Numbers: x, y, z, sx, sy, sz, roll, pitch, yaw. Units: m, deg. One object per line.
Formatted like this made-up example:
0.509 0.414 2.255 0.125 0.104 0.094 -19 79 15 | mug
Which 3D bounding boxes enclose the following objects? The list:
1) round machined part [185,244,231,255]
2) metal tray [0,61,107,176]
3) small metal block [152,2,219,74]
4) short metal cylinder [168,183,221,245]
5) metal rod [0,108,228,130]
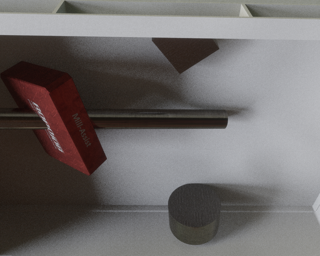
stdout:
0.103 0.287 0.647 0.099 0.042 0.097 -1 130 0 | round machined part
-0.121 -0.009 0.365 0.090 0.030 0.129 18 139 33 | metal tray
0.027 -0.094 0.329 0.050 0.025 0.050 -30 124 23 | small metal block
0.054 0.135 0.489 0.080 0.080 0.050 -3 130 2 | short metal cylinder
-0.065 -0.011 0.373 0.302 0.025 0.025 0 131 -11 | metal rod
